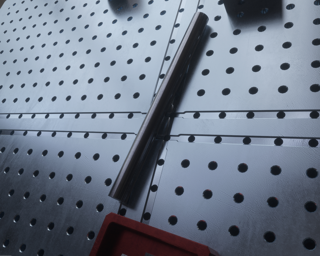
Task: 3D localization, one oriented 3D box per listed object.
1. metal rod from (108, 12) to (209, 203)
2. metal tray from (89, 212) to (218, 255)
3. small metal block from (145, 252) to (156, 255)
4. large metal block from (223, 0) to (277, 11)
[{"bbox_3d":[0.005,-0.041,0.430,0.025,0.025,0.300,11,67,33],"label":"metal rod"},{"bbox_3d":[-0.015,0.150,0.320,0.130,0.030,0.090,9,66,31],"label":"metal tray"},{"bbox_3d":[0.003,0.154,0.295,0.050,0.025,0.050,9,66,32],"label":"small metal block"},{"bbox_3d":[0.135,-0.230,0.462,0.080,0.050,0.080,-3,60,26],"label":"large metal block"}]
